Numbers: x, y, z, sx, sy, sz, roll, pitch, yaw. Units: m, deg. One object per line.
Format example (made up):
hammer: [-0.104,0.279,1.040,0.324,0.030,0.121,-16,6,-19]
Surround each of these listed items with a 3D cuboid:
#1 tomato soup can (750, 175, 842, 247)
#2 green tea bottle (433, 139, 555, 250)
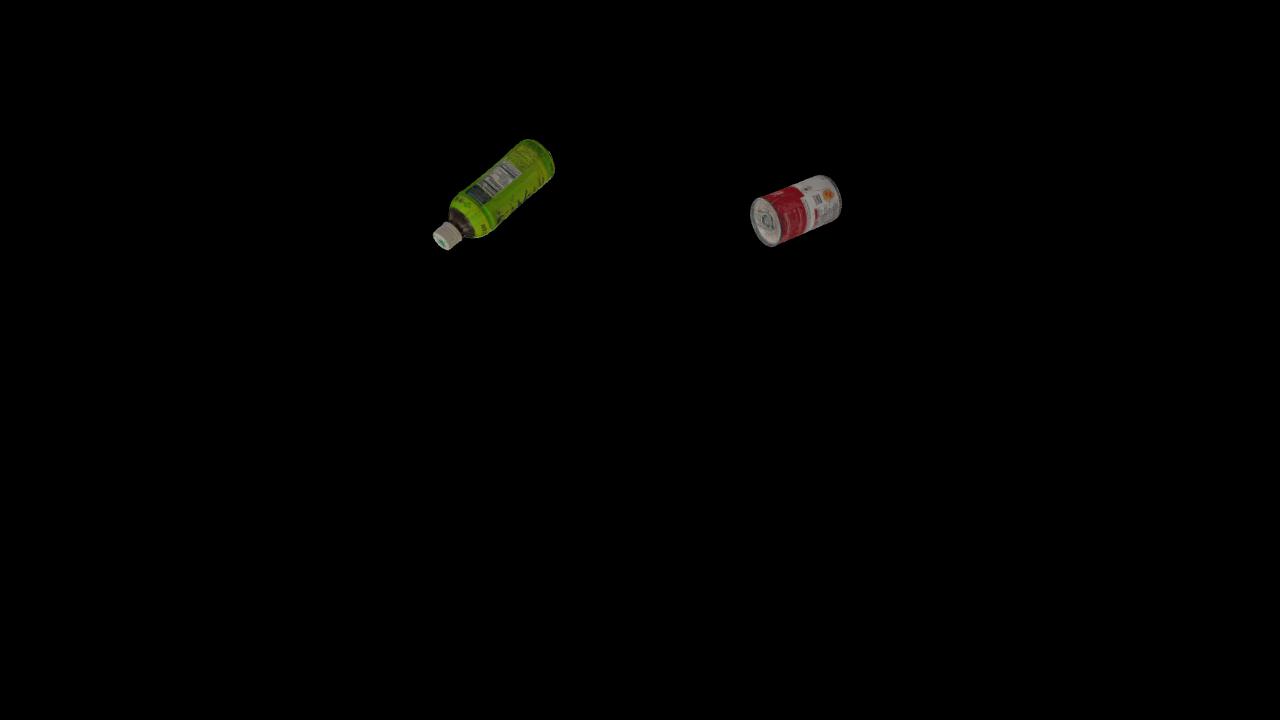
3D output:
tomato soup can: [0.208,-0.199,0.818,0.101,0.068,0.068,-24,7,-15]
green tea bottle: [-0.211,-0.233,0.880,0.073,0.073,0.212,0,42,51]
